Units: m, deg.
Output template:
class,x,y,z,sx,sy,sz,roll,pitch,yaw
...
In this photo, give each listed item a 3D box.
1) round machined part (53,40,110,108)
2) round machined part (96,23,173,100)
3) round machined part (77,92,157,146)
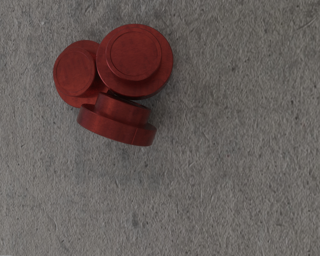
class,x,y,z,sx,sy,sz,roll,pitch,yaw
round machined part,-0.110,-0.077,0.439,0.098,0.042,0.097,0,90,20
round machined part,-0.032,-0.087,0.393,0.099,0.042,0.097,0,82,-2
round machined part,-0.049,-0.015,0.388,0.098,0.098,0.042,22,98,18
